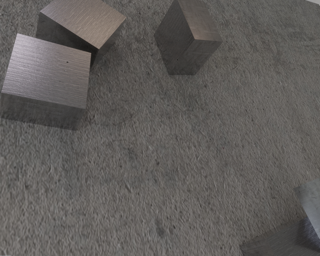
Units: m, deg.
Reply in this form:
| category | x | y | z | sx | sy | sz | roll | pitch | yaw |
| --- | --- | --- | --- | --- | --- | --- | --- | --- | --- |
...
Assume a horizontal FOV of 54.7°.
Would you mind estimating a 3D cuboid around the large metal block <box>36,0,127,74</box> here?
| category | x | y | z | sx | sy | sz | roll | pitch | yaw |
| --- | --- | --- | --- | --- | --- | --- | --- | --- | --- |
| large metal block | -0.104 | -0.133 | 0.413 | 0.080 | 0.050 | 0.080 | 32 | 52 | -8 |

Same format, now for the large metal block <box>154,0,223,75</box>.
| category | x | y | z | sx | sy | sz | roll | pitch | yaw |
| --- | --- | --- | --- | --- | --- | --- | --- | --- | --- |
| large metal block | 0.040 | -0.137 | 0.473 | 0.050 | 0.080 | 0.080 | -5 | 64 | -31 |

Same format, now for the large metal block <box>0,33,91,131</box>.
| category | x | y | z | sx | sy | sz | roll | pitch | yaw |
| --- | --- | --- | --- | --- | --- | --- | --- | --- | --- |
| large metal block | -0.127 | -0.050 | 0.350 | 0.081 | 0.050 | 0.080 | 11 | 57 | -22 |

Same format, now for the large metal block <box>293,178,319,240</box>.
| category | x | y | z | sx | sy | sz | roll | pitch | yaw |
| --- | --- | --- | --- | --- | --- | --- | --- | --- | --- |
| large metal block | 0.224 | 0.120 | 0.397 | 0.080 | 0.050 | 0.080 | 52 | 19 | -28 |

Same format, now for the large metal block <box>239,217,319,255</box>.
| category | x | y | z | sx | sy | sz | roll | pitch | yaw |
| --- | --- | --- | --- | --- | --- | --- | --- | --- | --- |
| large metal block | 0.156 | 0.163 | 0.372 | 0.081 | 0.050 | 0.080 | -10 | 67 | -32 |
